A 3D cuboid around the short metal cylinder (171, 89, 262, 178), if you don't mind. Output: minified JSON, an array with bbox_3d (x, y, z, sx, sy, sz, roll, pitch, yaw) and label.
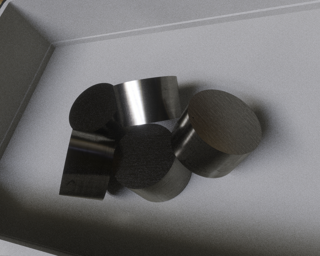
[{"bbox_3d":[0.058,0.006,0.327,0.081,0.050,0.080,11,52,-14],"label":"short metal cylinder"}]

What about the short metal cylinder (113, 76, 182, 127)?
[{"bbox_3d":[-0.015,-0.033,0.385,0.080,0.080,0.050,-8,94,24],"label":"short metal cylinder"}]

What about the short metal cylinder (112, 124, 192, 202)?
[{"bbox_3d":[-0.009,0.041,0.366,0.080,0.050,0.080,-13,56,20],"label":"short metal cylinder"}]

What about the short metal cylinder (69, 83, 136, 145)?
[{"bbox_3d":[-0.079,-0.016,0.436,0.080,0.050,0.080,-13,56,20],"label":"short metal cylinder"}]

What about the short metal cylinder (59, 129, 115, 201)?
[{"bbox_3d":[-0.089,0.045,0.377,0.050,0.080,0.080,11,59,-14],"label":"short metal cylinder"}]
